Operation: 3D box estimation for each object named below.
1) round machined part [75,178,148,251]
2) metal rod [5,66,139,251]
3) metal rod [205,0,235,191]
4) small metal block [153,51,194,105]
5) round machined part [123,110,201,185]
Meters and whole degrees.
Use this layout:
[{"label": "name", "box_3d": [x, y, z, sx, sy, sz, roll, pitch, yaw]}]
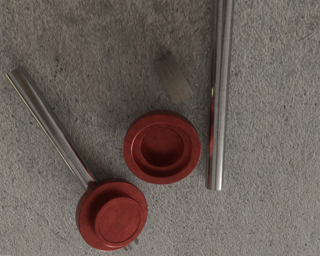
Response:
[{"label": "round machined part", "box_3d": [-0.061, 0.121, 0.422, 0.099, 0.042, 0.097, -3, 96, -27]}, {"label": "metal rod", "box_3d": [-0.112, 0.054, 0.428, 0.025, 0.025, 0.299, -26, 108, 9]}, {"label": "metal rod", "box_3d": [0.075, -0.057, 0.389, 0.025, 0.025, 0.298, -1, 110, 0]}, {"label": "small metal block", "box_3d": [0.016, -0.062, 0.374, 0.025, 0.050, 0.050, -29, 108, 10]}, {"label": "round machined part", "box_3d": [0.002, 0.022, 0.409, 0.099, 0.042, 0.097, 0, 110, 0]}]
